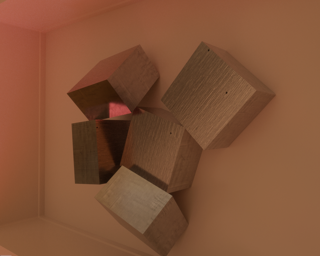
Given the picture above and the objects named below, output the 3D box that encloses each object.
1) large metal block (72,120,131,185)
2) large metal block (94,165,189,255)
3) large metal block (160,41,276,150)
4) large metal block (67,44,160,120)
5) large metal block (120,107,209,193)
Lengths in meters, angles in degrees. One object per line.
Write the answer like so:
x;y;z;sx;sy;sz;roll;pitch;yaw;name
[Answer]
-0.070;0.031;0.425;0.050;0.081;0.080;-7;86;39;large metal block
-0.020;0.102;0.376;0.080;0.080;0.050;25;63;35;large metal block
0.060;-0.033;0.337;0.080;0.050;0.080;51;120;27;large metal block
-0.060;-0.058;0.409;0.080;0.080;0.050;-10;126;40;large metal block
0.004;0.024;0.385;0.080;0.050;0.079;24;105;37;large metal block
